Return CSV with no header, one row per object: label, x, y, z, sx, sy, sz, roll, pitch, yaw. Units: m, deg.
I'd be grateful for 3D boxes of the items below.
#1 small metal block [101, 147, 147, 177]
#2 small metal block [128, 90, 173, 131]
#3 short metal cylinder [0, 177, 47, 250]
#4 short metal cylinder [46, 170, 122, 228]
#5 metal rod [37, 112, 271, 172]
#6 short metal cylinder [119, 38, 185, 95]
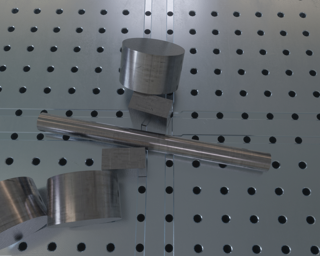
small metal block,-0.042,0.043,0.382,0.050,0.050,0.025,-2,70,-1
small metal block,-0.012,-0.022,0.406,0.050,0.050,0.025,16,71,6
short metal cylinder,-0.172,0.097,0.346,0.080,0.080,0.050,-30,73,-10
short metal cylinder,-0.086,0.082,0.352,0.081,0.080,0.050,-7,70,-3
metal rod,-0.010,0.018,0.405,0.302,0.025,0.025,10,70,3
short metal cylinder,-0.011,-0.083,0.407,0.081,0.050,0.080,7,29,-4
